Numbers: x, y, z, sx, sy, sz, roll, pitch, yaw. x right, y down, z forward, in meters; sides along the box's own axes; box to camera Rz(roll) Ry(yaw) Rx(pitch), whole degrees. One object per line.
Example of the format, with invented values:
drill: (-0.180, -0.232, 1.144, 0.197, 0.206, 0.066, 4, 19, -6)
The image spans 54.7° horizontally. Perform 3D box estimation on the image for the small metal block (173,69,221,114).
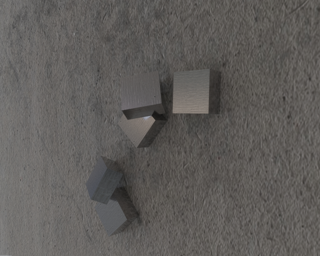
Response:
small metal block: (0.043, -0.042, 0.369, 0.050, 0.025, 0.050, 3, 92, 40)

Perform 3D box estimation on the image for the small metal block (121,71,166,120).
small metal block: (-0.022, -0.042, 0.400, 0.050, 0.025, 0.050, -10, 62, 8)

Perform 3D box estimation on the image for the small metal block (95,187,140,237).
small metal block: (-0.064, 0.123, 0.458, 0.050, 0.025, 0.050, -48, 62, 29)

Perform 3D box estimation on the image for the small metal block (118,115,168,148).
small metal block: (-0.025, -0.008, 0.426, 0.050, 0.025, 0.050, 49, 119, 28)

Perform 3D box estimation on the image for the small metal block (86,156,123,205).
small metal block: (-0.083, 0.075, 0.453, 0.050, 0.025, 0.050, -62, 26, 4)
